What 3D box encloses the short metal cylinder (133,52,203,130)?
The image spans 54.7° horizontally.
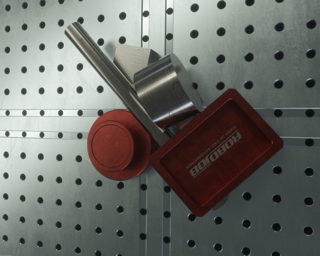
[{"bbox_3d":[0.011,-0.044,0.378,0.050,0.080,0.080,-26,82,18],"label":"short metal cylinder"}]

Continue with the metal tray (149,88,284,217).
[{"bbox_3d":[0.064,0.028,0.364,0.130,0.030,0.090,-41,85,-1],"label":"metal tray"}]

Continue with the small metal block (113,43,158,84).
[{"bbox_3d":[-0.036,-0.085,0.425,0.050,0.025,0.050,14,95,19],"label":"small metal block"}]

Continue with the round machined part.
[{"bbox_3d":[-0.058,0.023,0.422,0.098,0.042,0.097,0,90,19],"label":"round machined part"}]

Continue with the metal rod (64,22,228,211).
[{"bbox_3d":[-0.021,-0.018,0.401,0.025,0.025,0.300,-41,85,15],"label":"metal rod"}]
